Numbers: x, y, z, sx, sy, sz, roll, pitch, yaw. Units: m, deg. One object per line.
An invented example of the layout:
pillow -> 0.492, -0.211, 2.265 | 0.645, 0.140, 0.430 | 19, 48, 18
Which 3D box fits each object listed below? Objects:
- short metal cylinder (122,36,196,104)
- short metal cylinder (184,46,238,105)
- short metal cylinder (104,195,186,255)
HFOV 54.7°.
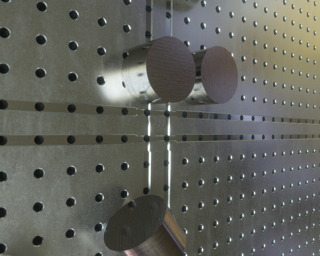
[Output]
short metal cylinder -> -0.001, -0.070, 0.392 | 0.081, 0.050, 0.079 | 0, 90, -40
short metal cylinder -> 0.068, -0.074, 0.449 | 0.081, 0.050, 0.079 | 0, 90, -40
short metal cylinder -> -0.017, 0.125, 0.359 | 0.080, 0.080, 0.050 | -44, 117, -31
